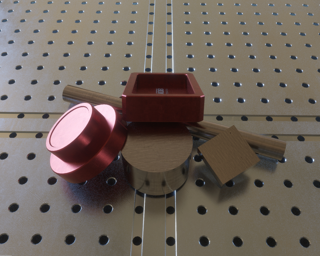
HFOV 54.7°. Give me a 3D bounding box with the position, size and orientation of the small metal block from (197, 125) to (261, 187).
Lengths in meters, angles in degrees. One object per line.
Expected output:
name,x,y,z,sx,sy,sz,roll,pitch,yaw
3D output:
small metal block,0.079,0.033,0.361,0.050,0.025,0.050,-32,72,-5

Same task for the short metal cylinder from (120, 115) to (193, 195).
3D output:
short metal cylinder,-0.004,0.031,0.361,0.081,0.050,0.080,0,50,0

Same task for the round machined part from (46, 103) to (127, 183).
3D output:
round machined part,-0.089,0.010,0.352,0.098,0.042,0.098,-24,40,22

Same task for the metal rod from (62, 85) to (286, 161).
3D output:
metal rod,0.009,-0.011,0.412,0.301,0.025,0.025,15,52,12

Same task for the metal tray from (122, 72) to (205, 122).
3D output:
metal tray,0.003,-0.044,0.398,0.091,0.030,0.130,0,21,-1
